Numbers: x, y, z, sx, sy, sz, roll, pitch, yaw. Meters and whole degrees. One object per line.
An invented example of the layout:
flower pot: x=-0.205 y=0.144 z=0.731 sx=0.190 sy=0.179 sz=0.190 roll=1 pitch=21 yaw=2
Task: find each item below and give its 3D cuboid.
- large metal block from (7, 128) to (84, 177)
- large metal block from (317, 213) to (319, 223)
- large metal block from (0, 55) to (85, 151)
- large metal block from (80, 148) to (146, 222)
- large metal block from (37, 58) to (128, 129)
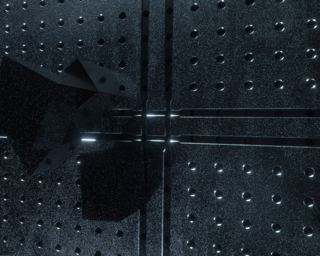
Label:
large metal block: x=-0.168 y=0.010 z=0.444 sx=0.080 sy=0.050 sz=0.080 roll=-43 pitch=76 yaw=34
large metal block: x=0.226 y=0.088 z=0.320 sx=0.080 sy=0.050 sz=0.080 roll=29 pitch=99 yaw=17
large metal block: x=-0.149 y=-0.029 z=0.365 sx=0.080 sy=0.050 sz=0.080 roll=28 pitch=99 yaw=17
large metal block: x=-0.058 y=0.069 z=0.403 sx=0.050 sy=0.080 sz=0.079 roll=-2 pitch=89 yaw=20
large metal block: x=-0.104 y=-0.042 z=0.419 sx=0.080 sy=0.080 sz=0.050 roll=-36 pitch=79 yaw=16
